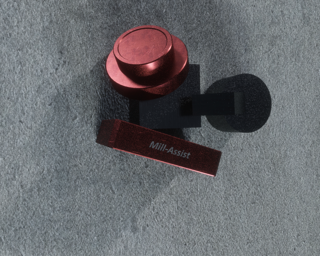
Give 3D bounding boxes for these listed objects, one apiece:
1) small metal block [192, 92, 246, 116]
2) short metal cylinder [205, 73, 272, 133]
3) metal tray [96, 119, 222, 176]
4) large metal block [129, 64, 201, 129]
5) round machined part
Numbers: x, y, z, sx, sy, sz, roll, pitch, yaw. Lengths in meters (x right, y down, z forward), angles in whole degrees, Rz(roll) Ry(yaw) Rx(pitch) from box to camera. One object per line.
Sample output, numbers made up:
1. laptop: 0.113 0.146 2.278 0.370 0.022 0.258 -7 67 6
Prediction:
1. small metal block: 0.072 -0.029 0.375 0.050 0.050 0.025 -10 98 -61
2. short metal cylinder: 0.108 -0.033 0.438 0.081 0.050 0.080 0 90 -20
3. metal tray: -0.004 0.023 0.374 0.131 0.090 0.030 18 85 -19
4. large metal block: 0.005 -0.040 0.400 0.081 0.050 0.080 -2 91 -20
5. round machined part: -0.017 -0.083 0.365 0.098 0.098 0.042 -38 147 -16
